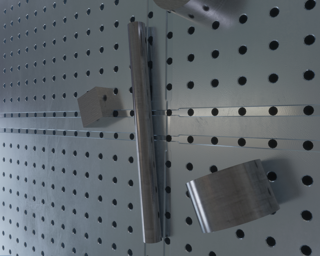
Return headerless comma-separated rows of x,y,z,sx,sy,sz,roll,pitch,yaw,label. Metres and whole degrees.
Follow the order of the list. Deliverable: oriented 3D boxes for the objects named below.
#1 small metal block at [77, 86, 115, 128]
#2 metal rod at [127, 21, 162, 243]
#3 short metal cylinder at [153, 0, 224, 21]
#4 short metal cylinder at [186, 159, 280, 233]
-0.102,-0.032,0.494,0.050,0.025,0.050,-25,75,37,small metal block
-0.022,0.003,0.426,0.025,0.025,0.298,-8,85,40,metal rod
0.034,-0.173,0.365,0.080,0.050,0.079,0,90,40,short metal cylinder
0.072,0.068,0.314,0.080,0.081,0.050,-29,72,36,short metal cylinder
